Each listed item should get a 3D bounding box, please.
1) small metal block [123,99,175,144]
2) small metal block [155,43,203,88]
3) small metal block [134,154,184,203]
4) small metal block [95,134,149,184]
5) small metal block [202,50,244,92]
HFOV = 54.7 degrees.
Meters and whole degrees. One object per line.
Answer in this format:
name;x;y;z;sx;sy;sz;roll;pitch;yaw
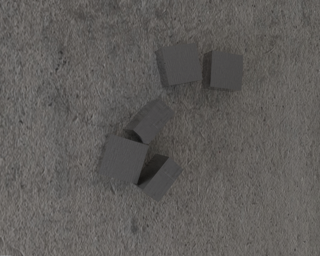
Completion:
small metal block;-0.015;-0.008;0.390;0.025;0.050;0.050;44;76;-15
small metal block;0.025;-0.084;0.418;0.050;0.025;0.050;-13;95;-20
small metal block;-0.004;0.062;0.394;0.025;0.050;0.050;43;77;-15
small metal block;-0.048;0.038;0.391;0.050;0.025;0.050;19;84;-19
small metal block;0.089;-0.080;0.442;0.050;0.025;0.050;4;89;-20
